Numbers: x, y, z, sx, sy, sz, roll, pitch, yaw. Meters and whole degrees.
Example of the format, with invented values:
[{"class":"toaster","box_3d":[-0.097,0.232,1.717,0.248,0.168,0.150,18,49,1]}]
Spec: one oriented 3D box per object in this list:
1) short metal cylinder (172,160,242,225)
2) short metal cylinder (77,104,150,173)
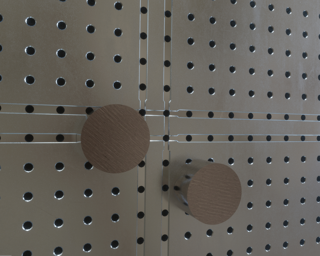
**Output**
[{"class":"short metal cylinder","box_3d":[0.063,0.085,0.424,0.081,0.050,0.079,0,90,-21]},{"class":"short metal cylinder","box_3d":[-0.058,0.012,0.379,0.081,0.050,0.079,0,90,-20]}]
